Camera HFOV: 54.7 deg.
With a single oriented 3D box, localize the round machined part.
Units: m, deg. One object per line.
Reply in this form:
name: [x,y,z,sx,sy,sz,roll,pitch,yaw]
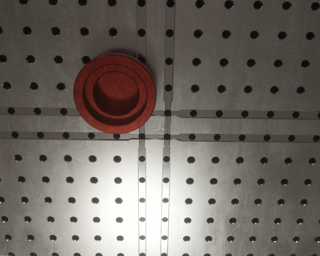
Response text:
round machined part: [-0.054,-0.045,0.387,0.099,0.042,0.097,0,110,-1]
